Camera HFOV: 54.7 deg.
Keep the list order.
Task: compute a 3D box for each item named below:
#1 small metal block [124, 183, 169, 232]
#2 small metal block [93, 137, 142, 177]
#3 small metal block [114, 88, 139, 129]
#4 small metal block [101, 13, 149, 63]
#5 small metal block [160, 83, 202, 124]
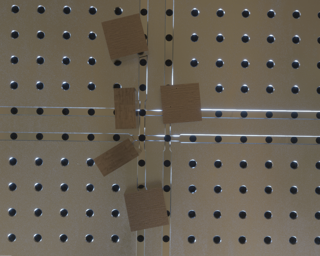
[{"bbox_3d":[-0.018,0.105,0.413,0.050,0.025,0.050,-11,90,-1],"label":"small metal block"},{"bbox_3d":[-0.053,0.036,0.400,0.050,0.050,0.025,-31,90,0],"label":"small metal block"},{"bbox_3d":[-0.043,-0.024,0.400,0.025,0.050,0.050,-2,90,0],"label":"small metal block"},{"bbox_3d":[-0.045,-0.119,0.413,0.050,0.025,0.050,-14,90,-1],"label":"small metal block"},{"bbox_3d":[0.027,-0.032,0.414,0.050,0.025,0.050,-5,90,-1],"label":"small metal block"}]
